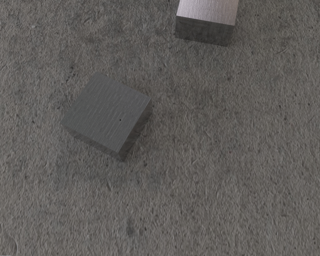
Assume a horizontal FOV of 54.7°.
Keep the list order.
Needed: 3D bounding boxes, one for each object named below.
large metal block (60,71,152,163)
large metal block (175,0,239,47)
[{"bbox_3d":[-0.065,-0.013,0.399,0.080,0.050,0.080,27,72,9],"label":"large metal block"},{"bbox_3d":[0.070,-0.175,0.459,0.080,0.050,0.080,11,70,4],"label":"large metal block"}]
